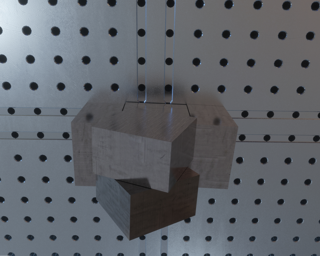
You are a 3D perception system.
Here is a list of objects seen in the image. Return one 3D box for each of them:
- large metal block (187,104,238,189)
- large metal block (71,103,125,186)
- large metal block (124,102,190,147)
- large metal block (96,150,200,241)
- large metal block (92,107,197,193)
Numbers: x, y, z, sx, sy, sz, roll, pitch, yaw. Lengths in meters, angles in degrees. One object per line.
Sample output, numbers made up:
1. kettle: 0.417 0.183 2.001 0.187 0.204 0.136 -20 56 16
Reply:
1. large metal block: 0.058 0.020 0.392 0.050 0.080 0.079 4 110 -2
2. large metal block: -0.074 0.018 0.390 0.050 0.080 0.079 2 110 -1
3. large metal block: -0.007 0.013 0.403 0.081 0.050 0.079 2 110 -2
4. large metal block: -0.016 0.065 0.337 0.081 0.080 0.050 -10 114 -32
5. large metal block: -0.013 0.017 0.322 0.080 0.080 0.050 11 111 20
